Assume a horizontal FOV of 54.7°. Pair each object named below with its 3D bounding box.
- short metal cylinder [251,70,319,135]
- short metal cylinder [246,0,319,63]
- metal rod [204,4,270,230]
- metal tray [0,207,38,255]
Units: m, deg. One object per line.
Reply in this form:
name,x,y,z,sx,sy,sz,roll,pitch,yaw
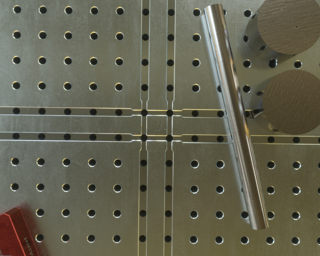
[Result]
short metal cylinder,0.165,-0.032,0.402,0.081,0.050,0.080,0,90,0
short metal cylinder,0.159,-0.129,0.402,0.081,0.050,0.080,0,90,0
metal rod,0.102,-0.015,0.413,0.025,0.025,0.298,-12,90,0
metal tray,-0.212,0.183,0.409,0.090,0.030,0.129,-22,90,0
